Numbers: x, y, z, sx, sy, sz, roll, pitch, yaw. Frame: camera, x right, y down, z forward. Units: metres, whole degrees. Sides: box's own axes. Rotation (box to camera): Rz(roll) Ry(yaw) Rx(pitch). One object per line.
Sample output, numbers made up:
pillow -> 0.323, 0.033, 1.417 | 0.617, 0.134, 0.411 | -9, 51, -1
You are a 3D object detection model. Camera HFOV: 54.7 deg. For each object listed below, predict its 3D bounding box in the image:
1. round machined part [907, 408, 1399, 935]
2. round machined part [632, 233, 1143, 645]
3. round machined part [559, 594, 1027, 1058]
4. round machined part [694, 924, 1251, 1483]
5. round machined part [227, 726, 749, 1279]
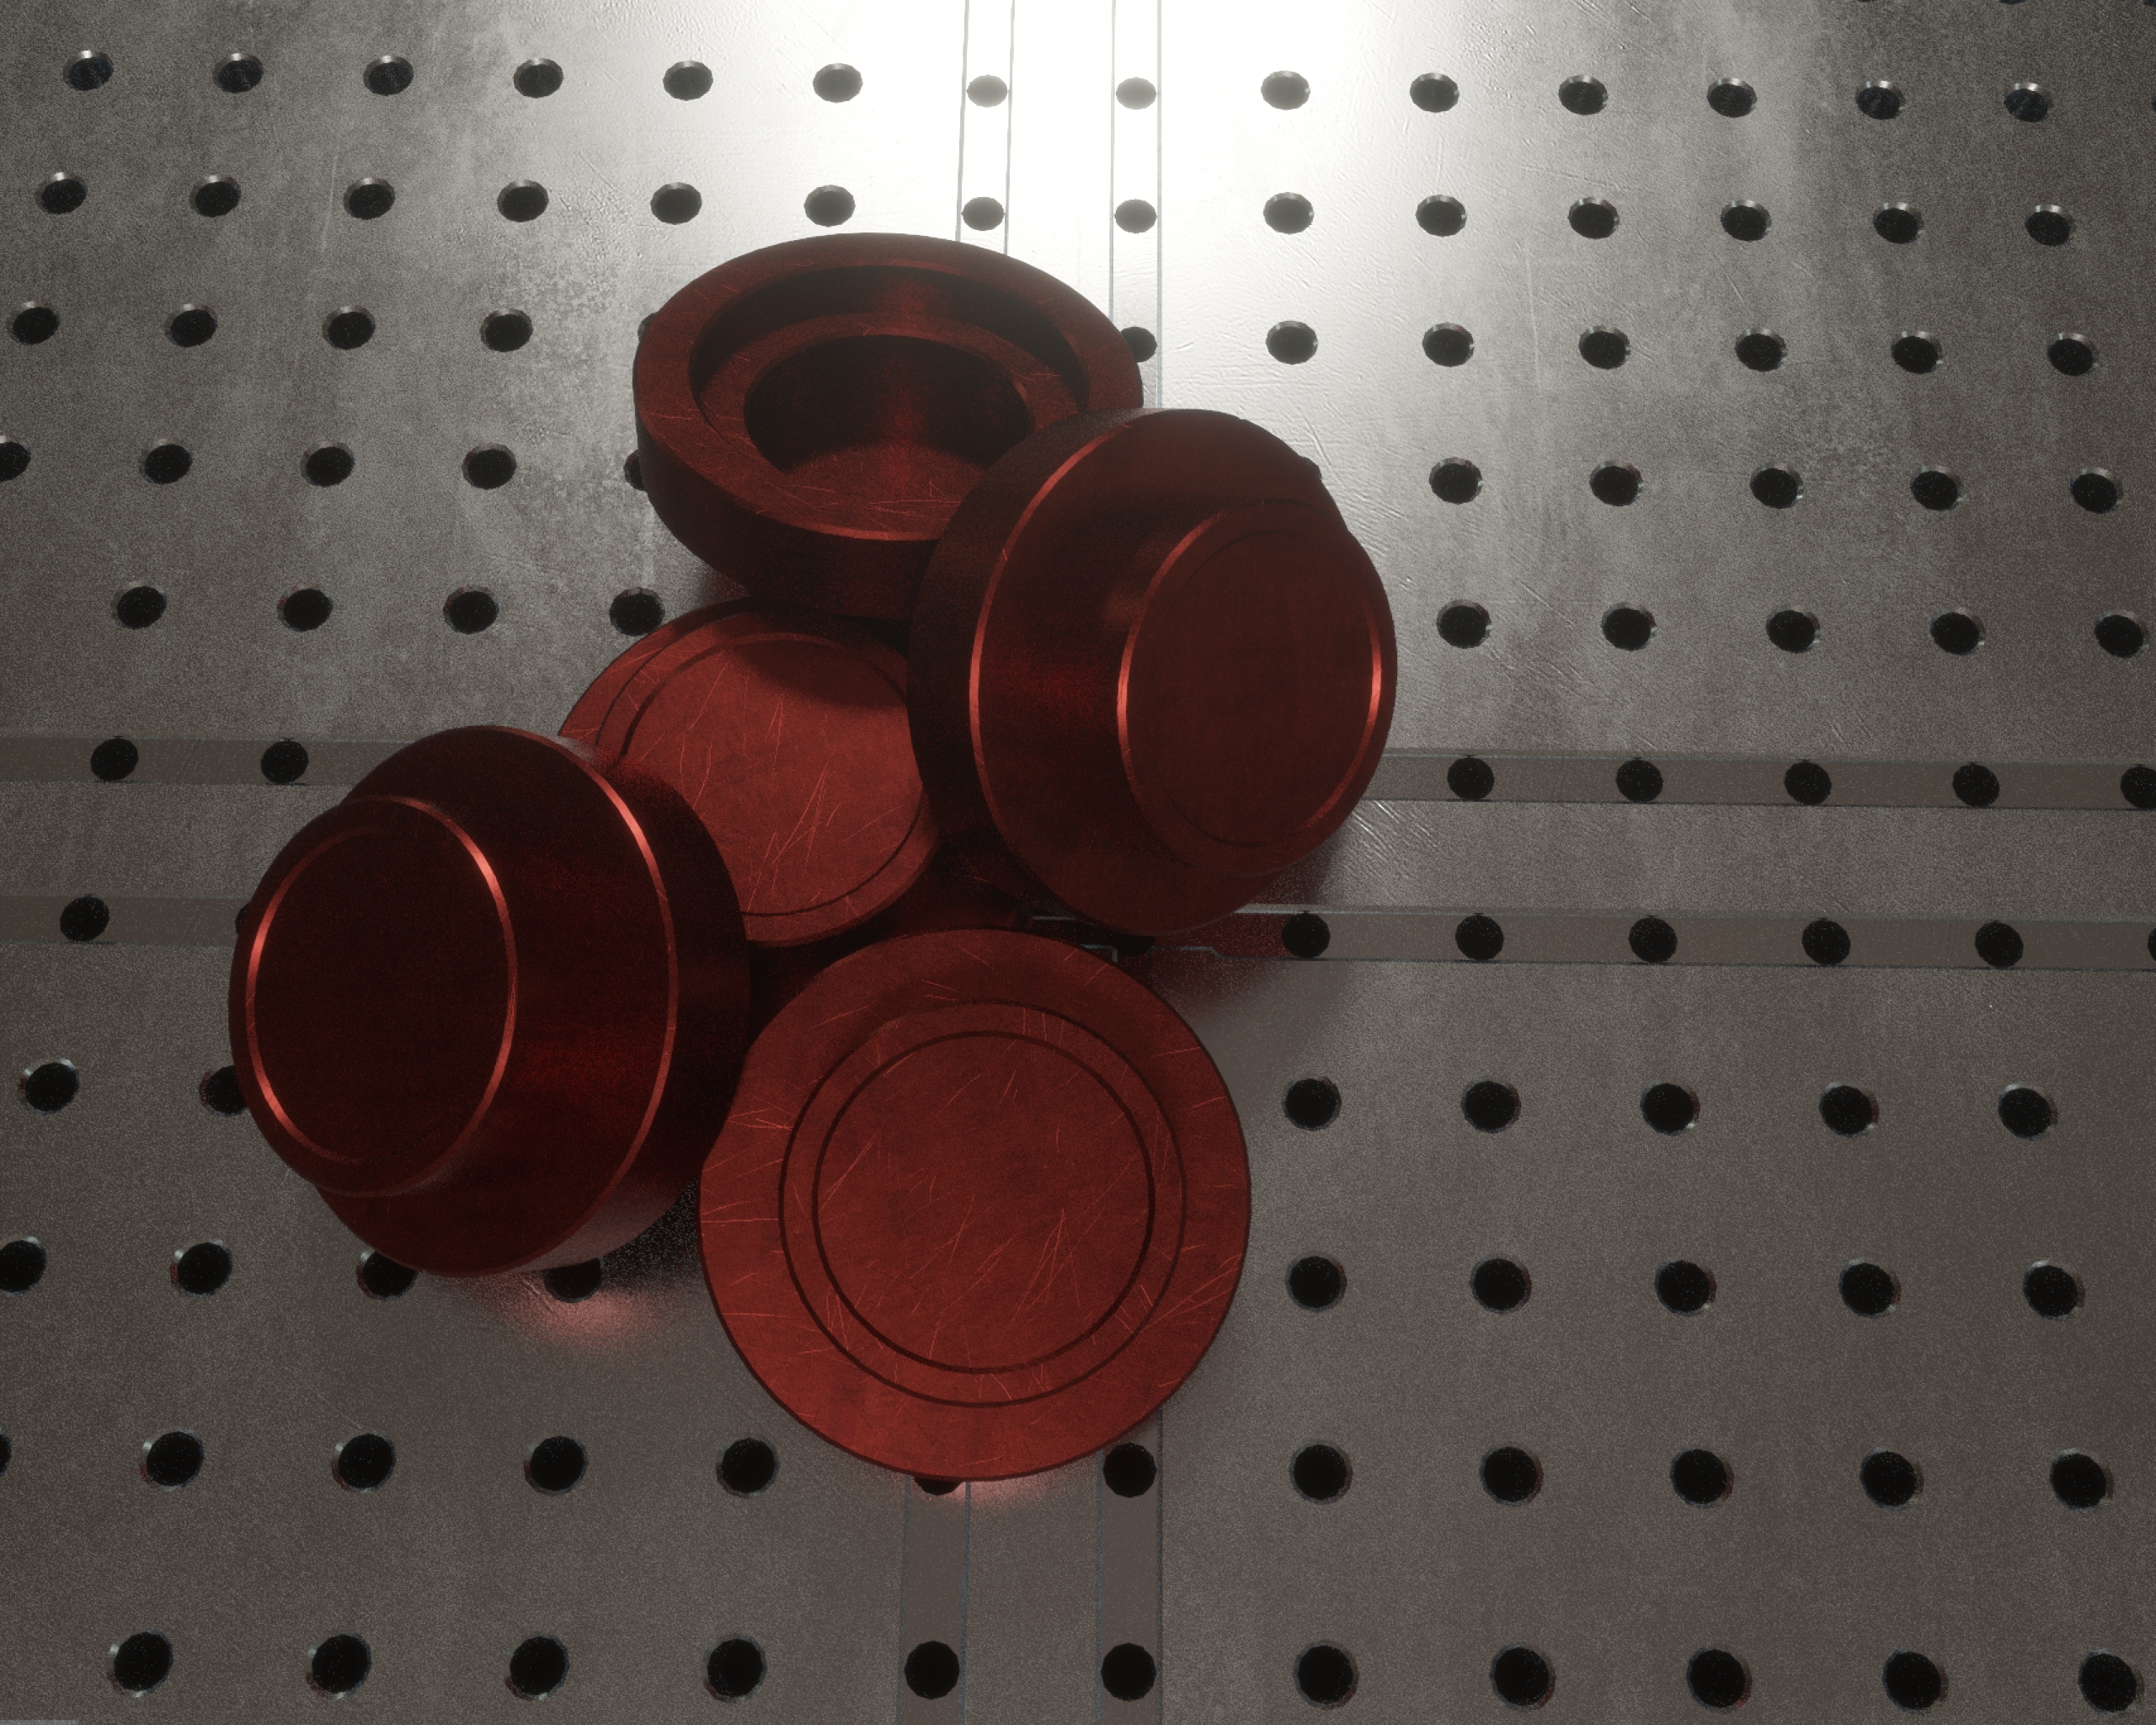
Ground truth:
round machined part -> 0.021, -0.034, 0.384 | 0.042, 0.098, 0.098 | 15, 64, 49
round machined part -> -0.038, -0.082, 0.420 | 0.099, 0.042, 0.098 | 4, 49, -4
round machined part -> -0.056, -0.010, 0.404 | 0.099, 0.042, 0.098 | 0, 70, -1
round machined part -> -0.018, 0.059, 0.368 | 0.099, 0.042, 0.097 | 1, 81, -6
round machined part -> -0.110, 0.024, 0.367 | 0.098, 0.042, 0.097 | -3, 83, 29
